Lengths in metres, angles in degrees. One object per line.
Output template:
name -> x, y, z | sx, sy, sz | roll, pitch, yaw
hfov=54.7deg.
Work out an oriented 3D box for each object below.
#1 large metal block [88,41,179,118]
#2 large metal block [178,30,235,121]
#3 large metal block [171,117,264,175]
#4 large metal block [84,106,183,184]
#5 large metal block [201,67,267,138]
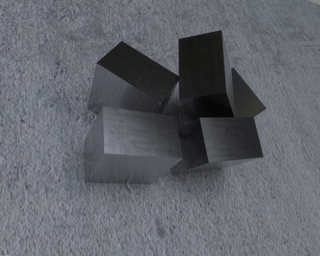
large metal block -> -0.033, -0.041, 0.369 | 0.080, 0.080, 0.050 | 32, 51, 3
large metal block -> 0.058, -0.056, 0.374 | 0.050, 0.080, 0.080 | -7, 66, 18
large metal block -> 0.064, 0.023, 0.384 | 0.081, 0.080, 0.050 | -2, 74, -29
large metal block -> -0.033, 0.023, 0.336 | 0.081, 0.080, 0.050 | 7, 59, -25
large metal block -> 0.096, -0.034, 0.460 | 0.081, 0.050, 0.080 | -27, 77, -37
